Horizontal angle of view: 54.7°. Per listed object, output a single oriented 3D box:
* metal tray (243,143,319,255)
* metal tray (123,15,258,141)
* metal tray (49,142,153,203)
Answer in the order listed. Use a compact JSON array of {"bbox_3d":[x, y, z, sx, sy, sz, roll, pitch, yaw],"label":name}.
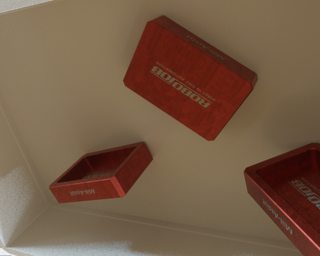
[{"bbox_3d":[0.148,0.064,0.284,0.091,0.130,0.030,-19,113,-6],"label":"metal tray"},{"bbox_3d":[0.031,-0.055,0.354,0.130,0.030,0.089,34,129,5],"label":"metal tray"},{"bbox_3d":[-0.085,0.065,0.449,0.130,0.090,0.030,-13,112,33],"label":"metal tray"}]
